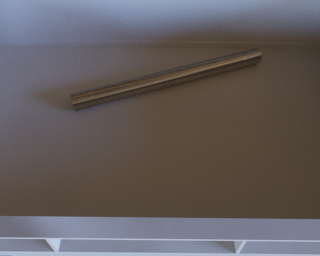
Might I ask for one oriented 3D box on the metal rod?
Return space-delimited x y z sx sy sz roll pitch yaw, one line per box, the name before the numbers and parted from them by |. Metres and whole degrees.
metal rod | 0.018 -0.077 0.469 0.302 0.025 0.025 -16 52 -14
